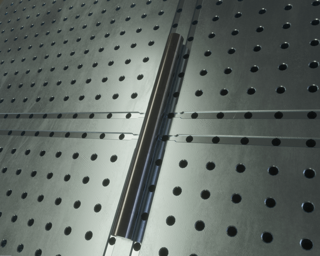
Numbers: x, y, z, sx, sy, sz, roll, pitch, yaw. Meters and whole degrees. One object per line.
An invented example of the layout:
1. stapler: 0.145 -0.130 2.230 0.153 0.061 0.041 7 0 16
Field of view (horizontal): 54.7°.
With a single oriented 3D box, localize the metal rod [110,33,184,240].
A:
1. metal rod: -0.010 -0.007 0.416 0.025 0.025 0.300 1 62 28
